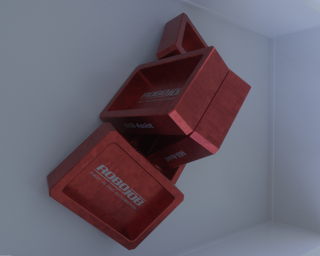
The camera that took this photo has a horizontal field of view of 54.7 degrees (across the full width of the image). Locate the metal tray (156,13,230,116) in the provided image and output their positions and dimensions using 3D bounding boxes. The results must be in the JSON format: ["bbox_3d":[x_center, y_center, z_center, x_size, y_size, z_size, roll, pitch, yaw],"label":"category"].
[{"bbox_3d":[0.052,-0.081,0.424,0.130,0.030,0.090,46,37,-30],"label":"metal tray"}]

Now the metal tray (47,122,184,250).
[{"bbox_3d":[-0.044,0.068,0.343,0.090,0.030,0.130,-45,120,-4],"label":"metal tray"}]

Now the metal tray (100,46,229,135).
[{"bbox_3d":[0.000,-0.037,0.336,0.030,0.130,0.090,48,62,-29],"label":"metal tray"}]

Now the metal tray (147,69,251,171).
[{"bbox_3d":[0.039,-0.003,0.355,0.030,0.130,0.090,37,65,-9],"label":"metal tray"}]

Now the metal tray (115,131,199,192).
[{"bbox_3d":[0.008,0.007,0.409,0.090,0.030,0.130,47,62,-30],"label":"metal tray"}]
